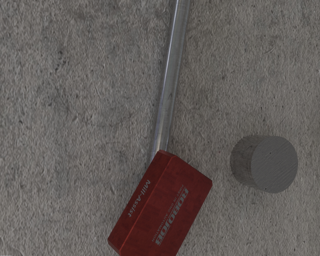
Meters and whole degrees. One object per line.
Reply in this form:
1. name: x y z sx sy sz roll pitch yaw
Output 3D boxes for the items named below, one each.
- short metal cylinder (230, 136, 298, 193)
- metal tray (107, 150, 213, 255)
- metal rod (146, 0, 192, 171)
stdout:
1. short metal cylinder: 0.151 0.051 0.452 0.081 0.050 0.080 0 90 -20
2. metal tray: 0.005 0.104 0.393 0.090 0.030 0.130 38 77 -37
3. metal rod: 0.016 -0.086 0.415 0.025 0.025 0.298 10 87 -20
